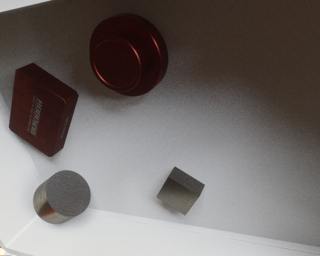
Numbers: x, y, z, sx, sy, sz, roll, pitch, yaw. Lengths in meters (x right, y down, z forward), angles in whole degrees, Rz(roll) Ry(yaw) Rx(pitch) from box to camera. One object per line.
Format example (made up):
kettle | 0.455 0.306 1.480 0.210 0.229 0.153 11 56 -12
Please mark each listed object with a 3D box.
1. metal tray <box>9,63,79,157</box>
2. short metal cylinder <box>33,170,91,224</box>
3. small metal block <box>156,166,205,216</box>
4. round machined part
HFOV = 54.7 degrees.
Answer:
metal tray | -0.186 -0.025 0.486 0.090 0.030 0.129 34 129 5
short metal cylinder | -0.168 0.119 0.533 0.050 0.080 0.080 -34 100 38
small metal block | 0.029 0.092 0.449 0.050 0.025 0.050 31 128 7
round machined part | -0.043 -0.082 0.369 0.098 0.042 0.097 13 124 20
